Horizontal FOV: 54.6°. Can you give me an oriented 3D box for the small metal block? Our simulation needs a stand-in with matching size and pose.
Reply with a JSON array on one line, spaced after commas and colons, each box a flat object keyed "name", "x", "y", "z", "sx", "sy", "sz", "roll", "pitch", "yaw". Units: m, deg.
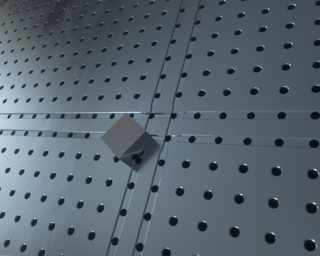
[{"name": "small metal block", "x": -0.045, "y": 0.015, "z": 0.424, "sx": 0.050, "sy": 0.025, "sz": 0.050, "roll": -45, "pitch": 51, "yaw": -4}]
